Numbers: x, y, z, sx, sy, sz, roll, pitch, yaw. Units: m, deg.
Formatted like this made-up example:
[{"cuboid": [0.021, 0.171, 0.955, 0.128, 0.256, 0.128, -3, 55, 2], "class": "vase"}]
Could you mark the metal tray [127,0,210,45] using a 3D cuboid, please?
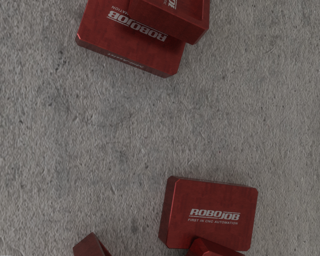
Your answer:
[{"cuboid": [0.016, -0.173, 0.382, 0.091, 0.030, 0.130, 18, 58, -19], "class": "metal tray"}]

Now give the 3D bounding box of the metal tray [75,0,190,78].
[{"cuboid": [-0.030, -0.128, 0.395, 0.131, 0.030, 0.090, 18, 84, -19], "class": "metal tray"}]

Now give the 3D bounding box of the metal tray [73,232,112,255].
[{"cuboid": [-0.046, 0.191, 0.357, 0.030, 0.090, 0.130, -37, 102, -16], "class": "metal tray"}]

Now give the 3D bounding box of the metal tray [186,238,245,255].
[{"cuboid": [0.057, 0.220, 0.409, 0.090, 0.030, 0.129, 28, 94, -22], "class": "metal tray"}]

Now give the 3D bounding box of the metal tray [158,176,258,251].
[{"cuboid": [0.069, 0.120, 0.432, 0.131, 0.030, 0.090, 10, 87, -20], "class": "metal tray"}]
